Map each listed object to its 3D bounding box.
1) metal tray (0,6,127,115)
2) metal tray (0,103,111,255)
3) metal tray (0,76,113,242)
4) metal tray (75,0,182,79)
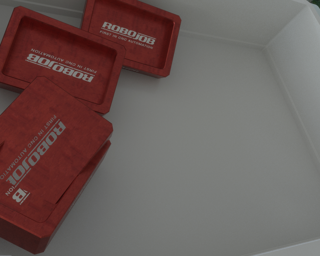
[{"bbox_3d":[-0.115,-0.074,0.364,0.131,0.030,0.090,17,78,-18],"label":"metal tray"},{"bbox_3d":[-0.113,0.037,0.289,0.090,0.030,0.130,29,37,-3],"label":"metal tray"},{"bbox_3d":[-0.118,0.026,0.294,0.090,0.030,0.130,36,71,-2],"label":"metal tray"},{"bbox_3d":[-0.042,-0.128,0.428,0.131,0.030,0.089,12,90,-22],"label":"metal tray"}]
